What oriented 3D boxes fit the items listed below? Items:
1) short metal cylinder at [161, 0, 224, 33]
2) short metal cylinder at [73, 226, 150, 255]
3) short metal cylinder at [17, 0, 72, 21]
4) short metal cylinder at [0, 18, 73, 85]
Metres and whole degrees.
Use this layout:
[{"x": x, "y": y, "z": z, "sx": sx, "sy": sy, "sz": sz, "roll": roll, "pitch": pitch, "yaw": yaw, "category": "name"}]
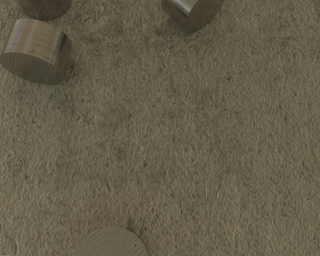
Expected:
[{"x": 0.049, "y": -0.185, "z": 0.447, "sx": 0.080, "sy": 0.080, "sz": 0.050, "roll": -39, "pitch": 75, "yaw": -13, "category": "short metal cylinder"}, {"x": -0.051, "y": 0.151, "z": 0.339, "sx": 0.081, "sy": 0.050, "sz": 0.080, "roll": 0, "pitch": 70, "yaw": 0, "category": "short metal cylinder"}, {"x": -0.181, "y": -0.211, "z": 0.471, "sx": 0.081, "sy": 0.050, "sz": 0.080, "roll": 0, "pitch": 70, "yaw": 0, "category": "short metal cylinder"}, {"x": -0.163, "y": -0.099, "z": 0.414, "sx": 0.080, "sy": 0.080, "sz": 0.050, "roll": 8, "pitch": 71, "yaw": 3, "category": "short metal cylinder"}]
